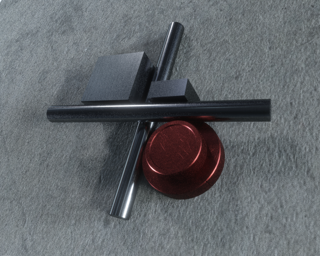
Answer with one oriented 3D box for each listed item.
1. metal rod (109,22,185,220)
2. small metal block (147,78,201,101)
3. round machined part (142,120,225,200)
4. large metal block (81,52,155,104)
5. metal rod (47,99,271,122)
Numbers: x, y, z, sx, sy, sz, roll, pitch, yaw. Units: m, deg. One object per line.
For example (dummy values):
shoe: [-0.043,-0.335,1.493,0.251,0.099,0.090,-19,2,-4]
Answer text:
metal rod: [-0.011,-0.026,0.426,0.025,0.025,0.300,2,62,29]
small metal block: [0.019,-0.037,0.401,0.050,0.050,0.025,-1,61,27]
round machined part: [0.022,0.030,0.362,0.098,0.042,0.098,-13,56,20]
large metal block: [-0.057,-0.061,0.454,0.080,0.050,0.080,1,62,28]
metal rod: [-0.018,-0.020,0.394,0.301,0.025,0.025,0,62,23]
